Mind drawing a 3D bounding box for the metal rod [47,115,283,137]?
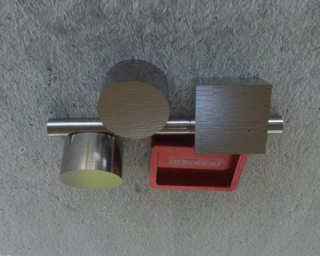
[{"bbox_3d":[0.007,-0.003,0.408,0.302,0.025,0.025,-1,130,0],"label":"metal rod"}]

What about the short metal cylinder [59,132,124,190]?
[{"bbox_3d":[-0.090,0.047,0.415,0.081,0.050,0.080,-1,151,0],"label":"short metal cylinder"}]

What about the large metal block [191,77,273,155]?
[{"bbox_3d":[0.079,-0.016,0.363,0.081,0.050,0.079,-1,109,0],"label":"large metal block"}]

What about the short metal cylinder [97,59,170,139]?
[{"bbox_3d":[-0.029,-0.034,0.363,0.081,0.050,0.079,0,130,0],"label":"short metal cylinder"}]

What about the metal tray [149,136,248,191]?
[{"bbox_3d":[0.052,0.050,0.447,0.131,0.030,0.089,2,130,-3],"label":"metal tray"}]
